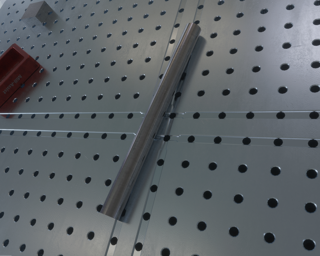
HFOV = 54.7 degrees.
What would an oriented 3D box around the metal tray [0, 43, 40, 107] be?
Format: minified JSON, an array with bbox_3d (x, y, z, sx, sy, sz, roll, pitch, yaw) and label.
[{"bbox_3d":[-0.319,-0.107,0.637,0.130,0.030,0.090,-49,52,-6],"label":"metal tray"}]

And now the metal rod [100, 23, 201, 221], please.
[{"bbox_3d":[-0.005,-0.023,0.424,0.025,0.025,0.300,10,67,32],"label":"metal rod"}]

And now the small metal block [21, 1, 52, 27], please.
[{"bbox_3d":[-0.289,-0.266,0.723,0.050,0.025,0.050,3,63,29],"label":"small metal block"}]
